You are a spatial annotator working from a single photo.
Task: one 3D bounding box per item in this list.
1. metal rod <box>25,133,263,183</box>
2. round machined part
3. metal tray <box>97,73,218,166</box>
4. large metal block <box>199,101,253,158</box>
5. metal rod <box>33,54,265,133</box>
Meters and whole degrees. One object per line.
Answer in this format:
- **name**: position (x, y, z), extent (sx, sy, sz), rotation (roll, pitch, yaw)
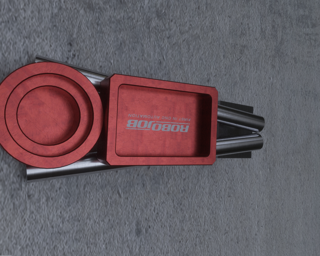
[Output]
- **metal rod**: position (0.004, 0.030, 0.370), extent (0.303, 0.025, 0.025), rotation (-5, 93, -28)
- **round machined part**: position (-0.108, -0.012, 0.298), extent (0.099, 0.042, 0.097), rotation (0, 90, -30)
- **metal tray**: position (0.001, -0.005, 0.338), extent (0.131, 0.030, 0.089), rotation (3, 88, -28)
- **large metal block**: position (0.096, 0.004, 0.471), extent (0.081, 0.050, 0.080), rotation (5, 87, -40)
- **metal rod**: position (0.008, -0.033, 0.372), extent (0.302, 0.025, 0.025), rotation (12, 82, -27)
